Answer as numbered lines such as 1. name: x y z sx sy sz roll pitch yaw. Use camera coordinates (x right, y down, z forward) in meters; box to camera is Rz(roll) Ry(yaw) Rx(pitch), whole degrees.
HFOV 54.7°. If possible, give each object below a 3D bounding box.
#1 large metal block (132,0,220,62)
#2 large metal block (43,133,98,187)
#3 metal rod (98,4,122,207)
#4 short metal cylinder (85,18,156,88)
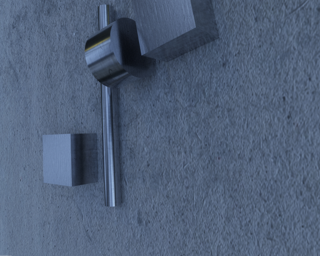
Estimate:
1. large metal block: 0.017 -0.136 0.375 0.080 0.050 0.080 -17 79 38
2. large metal block: -0.149 0.050 0.511 0.080 0.050 0.080 -3 88 40
3. metal rod: -0.076 -0.034 0.467 0.025 0.025 0.298 -4 87 40
4. short metal cylinder: -0.051 -0.098 0.412 0.050 0.081 0.080 -14 81 39
